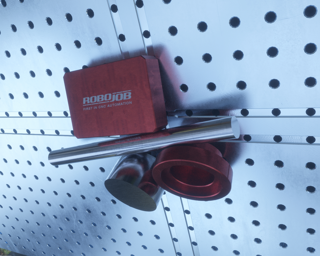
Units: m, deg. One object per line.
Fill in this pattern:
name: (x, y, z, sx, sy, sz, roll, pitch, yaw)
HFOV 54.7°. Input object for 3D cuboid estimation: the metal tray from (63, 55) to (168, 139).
metal tray: (-0.060, -0.036, 0.397, 0.130, 0.030, 0.089, -5, 97, 29)

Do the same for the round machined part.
round machined part: (0.043, 0.051, 0.393, 0.098, 0.042, 0.097, 11, 143, 9)

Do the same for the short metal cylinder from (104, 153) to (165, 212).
short metal cylinder: (-0.031, 0.076, 0.441, 0.080, 0.050, 0.080, 19, 145, 14)

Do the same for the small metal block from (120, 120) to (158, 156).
small metal block: (-0.029, 0.014, 0.445, 0.050, 0.025, 0.050, 17, 125, 18)

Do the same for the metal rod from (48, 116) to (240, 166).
metal rod: (-0.043, 0.023, 0.413, 0.300, 0.025, 0.025, -11, 113, 32)
